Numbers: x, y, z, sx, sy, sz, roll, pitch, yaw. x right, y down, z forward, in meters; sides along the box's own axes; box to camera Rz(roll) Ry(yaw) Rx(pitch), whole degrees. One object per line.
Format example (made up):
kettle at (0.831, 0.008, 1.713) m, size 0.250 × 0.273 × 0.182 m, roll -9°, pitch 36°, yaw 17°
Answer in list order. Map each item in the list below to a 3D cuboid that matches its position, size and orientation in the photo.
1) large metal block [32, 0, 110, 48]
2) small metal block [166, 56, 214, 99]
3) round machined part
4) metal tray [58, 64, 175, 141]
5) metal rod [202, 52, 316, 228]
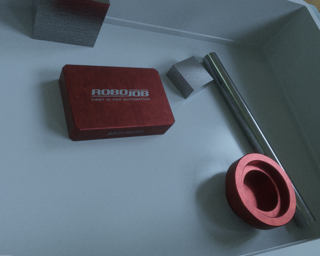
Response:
large metal block at (-0.119, -0.156, 0.402) m, size 0.081 × 0.080 × 0.050 m, roll 1°, pitch 61°, yaw -28°
small metal block at (0.046, -0.079, 0.481) m, size 0.050 × 0.025 × 0.050 m, roll -31°, pitch 80°, yaw -38°
round machined part at (0.128, 0.086, 0.413) m, size 0.099 × 0.042 × 0.098 m, roll 14°, pitch 56°, yaw -21°
metal tray at (-0.054, -0.034, 0.395) m, size 0.131 × 0.030 × 0.090 m, roll -4°, pitch 64°, yaw -30°
metal rod at (0.146, 0.007, 0.482) m, size 0.025 × 0.025 × 0.299 m, roll -14°, pitch 69°, yaw -34°
